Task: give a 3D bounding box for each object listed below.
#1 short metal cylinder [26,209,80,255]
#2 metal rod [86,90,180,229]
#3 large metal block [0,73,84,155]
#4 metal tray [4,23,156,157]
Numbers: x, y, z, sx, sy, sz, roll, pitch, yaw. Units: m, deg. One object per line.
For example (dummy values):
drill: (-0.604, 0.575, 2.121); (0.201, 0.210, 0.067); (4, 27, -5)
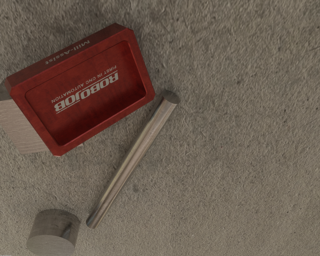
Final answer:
short metal cylinder: (-0.187, 0.188, 0.548); (0.081, 0.050, 0.079); (0, 130, 0)
metal rod: (-0.053, 0.065, 0.461); (0.025, 0.025, 0.298); (20, 127, -17)
large metal block: (-0.140, -0.019, 0.373); (0.080, 0.050, 0.080); (-8, 130, 6)
metal tray: (-0.076, -0.040, 0.325); (0.131, 0.030, 0.090); (-33, 131, -16)
